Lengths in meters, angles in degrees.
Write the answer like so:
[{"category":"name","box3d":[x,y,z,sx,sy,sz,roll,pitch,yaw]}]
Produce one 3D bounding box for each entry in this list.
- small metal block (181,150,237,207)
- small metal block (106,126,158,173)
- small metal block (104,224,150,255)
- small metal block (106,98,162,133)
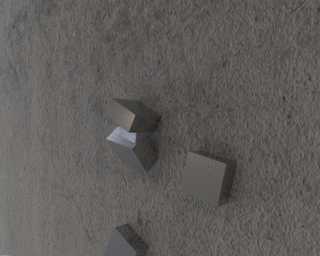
[{"category":"small metal block","box3d":[0.056,0.057,0.359,0.050,0.025,0.050,17,101,38]},{"category":"small metal block","box3d":[-0.037,0.029,0.418,0.050,0.050,0.025,17,56,38]},{"category":"small metal block","box3d":[-0.049,0.176,0.446,0.050,0.025,0.050,36,112,34]},{"category":"small metal block","box3d":[-0.036,-0.017,0.418,0.050,0.050,0.025,35,112,34]}]
